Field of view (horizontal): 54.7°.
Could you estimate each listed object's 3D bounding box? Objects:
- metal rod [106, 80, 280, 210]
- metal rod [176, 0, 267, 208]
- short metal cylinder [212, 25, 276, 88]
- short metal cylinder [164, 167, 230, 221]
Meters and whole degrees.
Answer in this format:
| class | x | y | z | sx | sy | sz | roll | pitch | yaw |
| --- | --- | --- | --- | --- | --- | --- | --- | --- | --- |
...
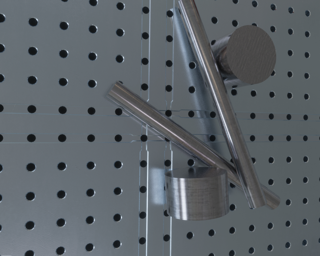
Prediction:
| class | x | y | z | sx | sy | sz | roll | pitch | yaw |
| --- | --- | --- | --- | --- | --- | --- | --- | --- | --- |
| metal rod | 0.057 | 0.032 | 0.433 | 0.301 | 0.025 | 0.025 | 35 | 79 | -17 |
| metal rod | 0.085 | -0.034 | 0.428 | 0.025 | 0.025 | 0.299 | -20 | 91 | -19 |
| short metal cylinder | 0.116 | -0.099 | 0.442 | 0.081 | 0.050 | 0.080 | 0 | 90 | -20 |
| short metal cylinder | 0.048 | 0.082 | 0.401 | 0.081 | 0.080 | 0.050 | -4 | 92 | -20 |
